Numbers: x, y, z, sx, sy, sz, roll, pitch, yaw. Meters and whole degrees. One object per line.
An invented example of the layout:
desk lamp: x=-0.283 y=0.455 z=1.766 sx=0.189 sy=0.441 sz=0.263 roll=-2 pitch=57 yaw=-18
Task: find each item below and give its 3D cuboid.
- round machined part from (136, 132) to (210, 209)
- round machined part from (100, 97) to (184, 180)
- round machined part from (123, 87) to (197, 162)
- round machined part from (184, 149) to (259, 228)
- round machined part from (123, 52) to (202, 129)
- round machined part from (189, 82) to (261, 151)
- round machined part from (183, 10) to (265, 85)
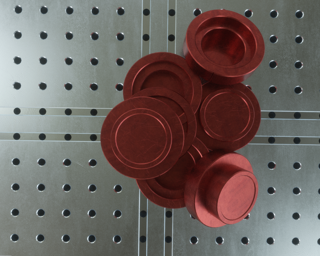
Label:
round machined part: x=0.018 y=0.051 z=0.405 sx=0.099 sy=0.042 sz=0.097 roll=0 pitch=90 yaw=0
round machined part: x=-0.021 y=0.012 z=0.362 sx=0.099 sy=0.042 sz=0.097 roll=0 pitch=90 yaw=0
round machined part: x=-0.004 y=-0.002 z=0.404 sx=0.099 sy=0.042 sz=0.097 roll=0 pitch=90 yaw=0
round machined part: x=0.082 y=0.078 z=0.381 sx=0.099 sy=0.042 sz=0.097 roll=-9 pitch=108 yaw=-31
round machined part: x=0.003 y=-0.046 z=0.405 sx=0.099 sy=0.042 sz=0.097 roll=0 pitch=90 yaw=0
round machined part: x=0.084 y=-0.016 z=0.405 sx=0.099 sy=0.042 sz=0.097 roll=0 pitch=90 yaw=0
round machined part: x=0.078 y=-0.097 z=0.394 sx=0.099 sy=0.042 sz=0.098 roll=2 pitch=69 yaw=-6
